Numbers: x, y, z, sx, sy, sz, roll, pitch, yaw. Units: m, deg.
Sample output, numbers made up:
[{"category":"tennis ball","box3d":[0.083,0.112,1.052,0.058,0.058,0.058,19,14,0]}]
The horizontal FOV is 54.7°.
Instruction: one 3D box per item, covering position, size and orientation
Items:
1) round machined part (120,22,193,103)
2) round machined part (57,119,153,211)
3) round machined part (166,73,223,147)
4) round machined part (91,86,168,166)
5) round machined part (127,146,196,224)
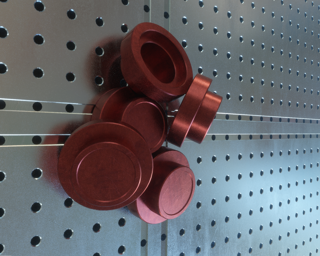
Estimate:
[{"category":"round machined part","box3d":[-0.009,-0.075,0.378,0.099,0.042,0.098,23,54,-36]},{"category":"round machined part","box3d":[-0.056,0.042,0.322,0.099,0.042,0.097,-2,103,-10]},{"category":"round machined part","box3d":[0.048,-0.018,0.402,0.042,0.098,0.098,25,69,6]},{"category":"round machined part","box3d":[-0.029,-0.003,0.374,0.099,0.042,0.097,0,90,-40]},{"category":"round machined part","box3d":[0.007,0.075,0.390,0.099,0.042,0.097,-16,113,-43]}]
